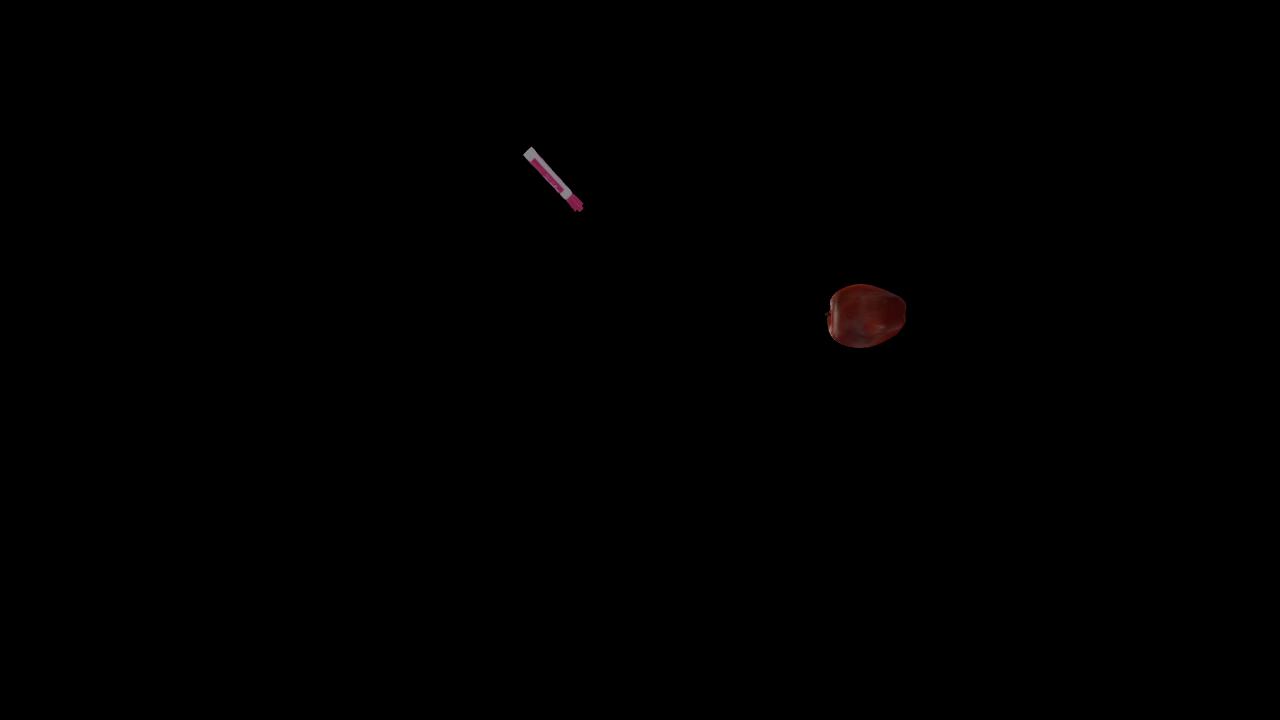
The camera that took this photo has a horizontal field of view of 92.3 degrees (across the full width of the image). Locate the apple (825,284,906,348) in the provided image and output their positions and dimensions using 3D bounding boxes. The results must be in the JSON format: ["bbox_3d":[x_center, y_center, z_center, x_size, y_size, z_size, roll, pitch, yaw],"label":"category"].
[{"bbox_3d":[0.272,-0.053,0.749,0.093,0.079,0.079,1,0,6],"label":"apple"}]

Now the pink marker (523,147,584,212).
[{"bbox_3d":[-0.133,-0.279,0.960,0.121,0.020,0.020,46,-17,-18],"label":"pink marker"}]
